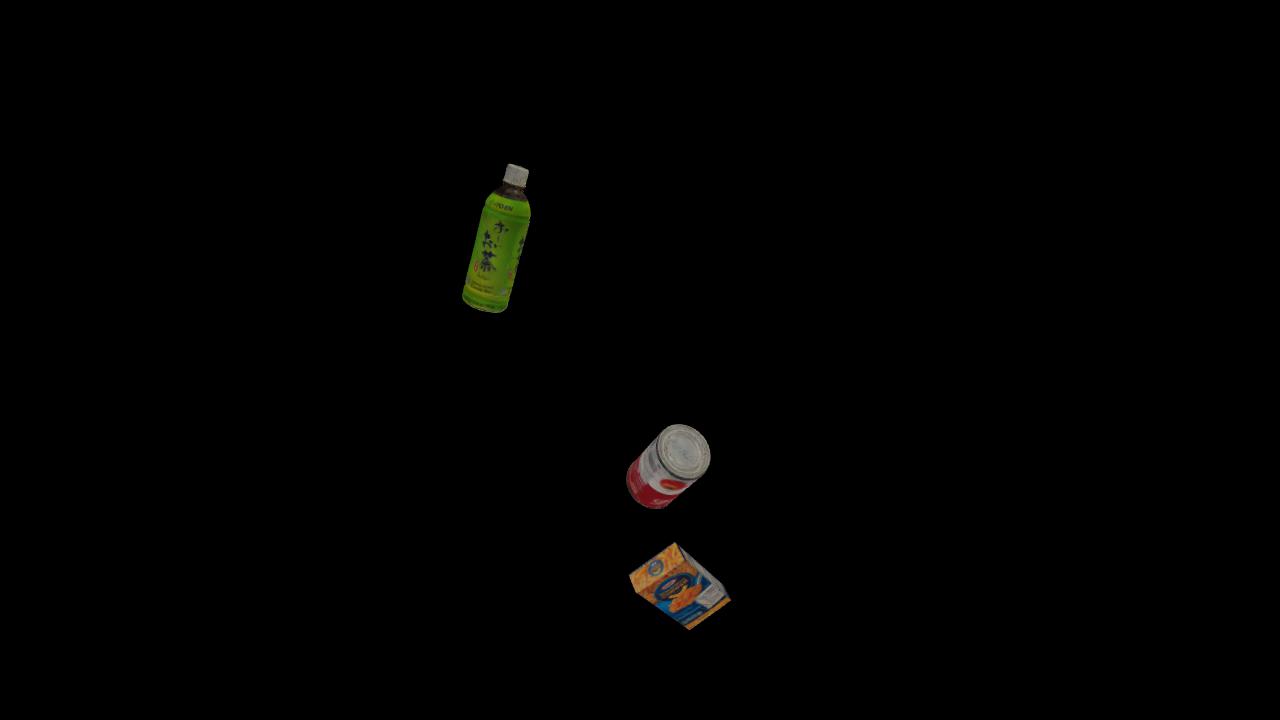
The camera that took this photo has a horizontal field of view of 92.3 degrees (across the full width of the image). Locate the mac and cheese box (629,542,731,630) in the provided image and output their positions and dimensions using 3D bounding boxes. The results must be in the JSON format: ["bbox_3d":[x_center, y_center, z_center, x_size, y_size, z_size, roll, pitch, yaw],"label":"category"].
[{"bbox_3d":[0.068,0.367,0.990,0.184,0.093,0.041,50,7,-40],"label":"mac and cheese box"}]

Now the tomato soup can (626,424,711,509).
[{"bbox_3d":[0.032,0.124,0.713,0.068,0.068,0.101,0,-31,-24],"label":"tomato soup can"}]

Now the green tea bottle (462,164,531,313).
[{"bbox_3d":[-0.204,-0.177,0.897,0.073,0.212,0.073,15,19,-5],"label":"green tea bottle"}]
